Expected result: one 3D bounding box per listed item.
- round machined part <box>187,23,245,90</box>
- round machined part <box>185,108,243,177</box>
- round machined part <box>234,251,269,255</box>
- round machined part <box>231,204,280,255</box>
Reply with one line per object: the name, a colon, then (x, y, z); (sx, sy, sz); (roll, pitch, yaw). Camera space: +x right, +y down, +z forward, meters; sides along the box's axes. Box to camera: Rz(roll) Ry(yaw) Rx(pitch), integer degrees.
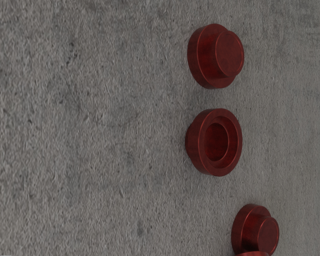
round machined part: (0.091, -0.109, 0.469); (0.099, 0.042, 0.097); (0, 90, -40)
round machined part: (0.075, 0.020, 0.456); (0.099, 0.042, 0.097); (0, 90, -40)
round machined part: (0.145, 0.229, 0.492); (0.098, 0.098, 0.042); (32, 35, -36)
round machined part: (0.171, 0.184, 0.537); (0.099, 0.042, 0.097); (0, 90, -40)
